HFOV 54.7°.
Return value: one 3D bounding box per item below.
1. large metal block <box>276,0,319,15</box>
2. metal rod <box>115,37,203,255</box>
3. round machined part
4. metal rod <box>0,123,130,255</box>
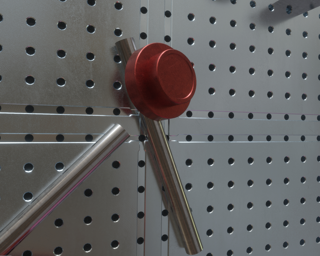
[{"bbox_3d":[0.234,-0.232,0.471,0.050,0.080,0.080,18,84,-20],"label":"large metal block"},{"bbox_3d":[0.001,0.029,0.414,0.025,0.025,0.298,-21,97,-19],"label":"metal rod"},{"bbox_3d":[0.008,-0.060,0.389,0.099,0.042,0.097,9,77,-41],"label":"round machined part"},{"bbox_3d":[-0.150,0.105,0.357,0.301,0.025,0.025,-45,104,-15],"label":"metal rod"}]
